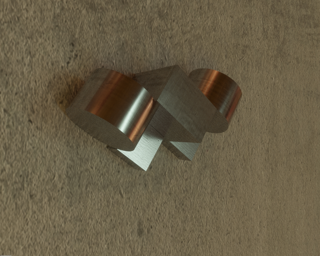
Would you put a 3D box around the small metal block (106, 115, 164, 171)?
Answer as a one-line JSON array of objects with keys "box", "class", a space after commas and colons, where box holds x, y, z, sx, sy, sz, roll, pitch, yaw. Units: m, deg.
[{"box": [-0.030, 0.018, 0.382, 0.050, 0.025, 0.050, 43, 64, -32], "class": "small metal block"}]

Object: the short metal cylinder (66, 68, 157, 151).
[{"box": [-0.050, -0.018, 0.328, 0.080, 0.080, 0.050, 42, 64, -32], "class": "short metal cylinder"}]

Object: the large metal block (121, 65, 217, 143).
[{"box": [0.007, -0.026, 0.377, 0.080, 0.080, 0.050, 42, 64, -32], "class": "large metal block"}]

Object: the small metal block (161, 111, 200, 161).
[{"box": [0.031, 0.011, 0.432, 0.050, 0.025, 0.050, 43, 64, -32], "class": "small metal block"}]

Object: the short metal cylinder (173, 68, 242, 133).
[{"box": [0.065, -0.036, 0.424, 0.080, 0.080, 0.050, 43, 64, -32], "class": "short metal cylinder"}]
